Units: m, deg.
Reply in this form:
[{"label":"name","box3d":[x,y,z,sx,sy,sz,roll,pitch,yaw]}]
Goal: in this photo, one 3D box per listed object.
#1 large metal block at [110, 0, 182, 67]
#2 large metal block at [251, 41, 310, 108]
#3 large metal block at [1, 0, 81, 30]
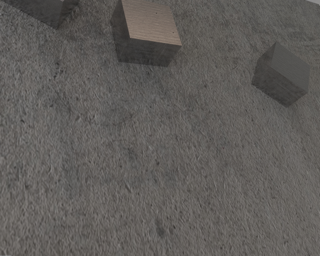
[{"label":"large metal block","box3d":[-0.023,-0.142,0.462,0.081,0.050,0.080,0,62,-28]},{"label":"large metal block","box3d":[0.222,-0.098,0.567,0.080,0.050,0.080,32,52,-7]},{"label":"large metal block","box3d":[-0.156,-0.194,0.422,0.080,0.050,0.080,27,52,-11]}]
